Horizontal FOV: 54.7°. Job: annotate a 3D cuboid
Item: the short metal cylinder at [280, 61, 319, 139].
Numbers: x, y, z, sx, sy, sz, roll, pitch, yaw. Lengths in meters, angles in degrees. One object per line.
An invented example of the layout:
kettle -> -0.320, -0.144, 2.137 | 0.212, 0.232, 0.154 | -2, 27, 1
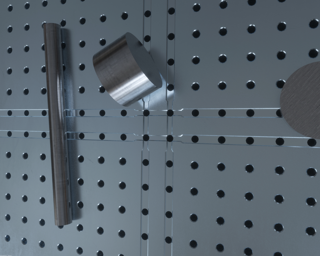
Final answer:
short metal cylinder -> 0.173, -0.028, 0.338 | 0.080, 0.050, 0.080 | 0, 90, 20

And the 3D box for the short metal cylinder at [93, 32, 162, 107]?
short metal cylinder -> -0.040, -0.074, 0.397 | 0.050, 0.080, 0.080 | -29, 81, 18

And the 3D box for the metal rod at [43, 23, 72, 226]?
metal rod -> -0.154, -0.006, 0.466 | 0.025, 0.025, 0.298 | -4, 89, 20
